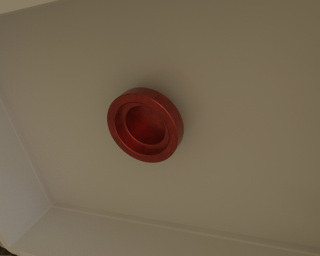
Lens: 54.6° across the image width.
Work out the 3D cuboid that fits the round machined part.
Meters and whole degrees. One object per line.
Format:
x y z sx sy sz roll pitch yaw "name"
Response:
-0.015 -0.007 0.398 0.098 0.042 0.097 13 124 21 "round machined part"
